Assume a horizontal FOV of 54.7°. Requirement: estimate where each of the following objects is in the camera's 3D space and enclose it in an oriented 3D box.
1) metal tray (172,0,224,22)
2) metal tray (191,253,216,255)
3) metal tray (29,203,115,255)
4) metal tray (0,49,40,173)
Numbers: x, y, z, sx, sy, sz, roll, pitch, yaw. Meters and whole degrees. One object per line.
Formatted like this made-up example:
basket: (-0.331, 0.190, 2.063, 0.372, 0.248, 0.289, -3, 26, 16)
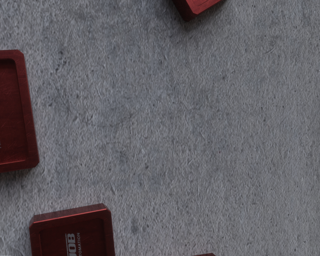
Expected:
metal tray: (0.041, -0.224, 0.420, 0.090, 0.030, 0.130, -36, 102, -17)
metal tray: (0.023, 0.225, 0.415, 0.131, 0.030, 0.089, 1, 90, -20)
metal tray: (-0.100, 0.164, 0.369, 0.091, 0.030, 0.129, -6, 92, -20)
metal tray: (-0.188, -0.016, 0.336, 0.091, 0.030, 0.129, -8, 93, -20)
